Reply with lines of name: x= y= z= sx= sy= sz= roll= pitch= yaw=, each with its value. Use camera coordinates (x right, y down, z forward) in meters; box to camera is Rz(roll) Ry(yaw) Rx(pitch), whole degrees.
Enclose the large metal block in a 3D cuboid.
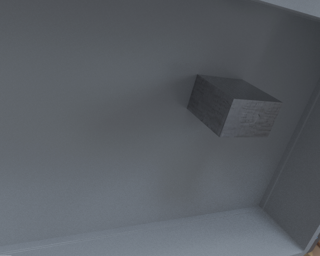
large metal block: x=0.095 y=-0.029 z=0.406 sx=0.081 sy=0.080 sz=0.050 roll=1 pitch=118 yaw=-29
